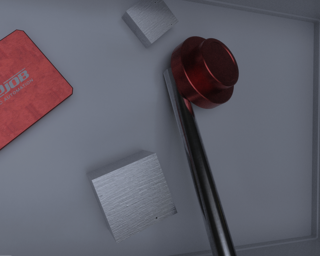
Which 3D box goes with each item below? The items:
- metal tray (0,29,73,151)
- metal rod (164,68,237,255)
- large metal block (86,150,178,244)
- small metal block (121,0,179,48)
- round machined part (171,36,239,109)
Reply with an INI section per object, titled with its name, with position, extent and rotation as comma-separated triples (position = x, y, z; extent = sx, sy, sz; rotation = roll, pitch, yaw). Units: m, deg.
[metal tray]
position = -0.176, -0.034, 0.343
extent = 0.130, 0.030, 0.090
rotation = -42, 104, -15
[metal rod]
position = 0.050, 0.059, 0.364
extent = 0.025, 0.025, 0.299
rotation = -5, 67, -20
[large metal block]
position = -0.036, 0.081, 0.385
extent = 0.081, 0.050, 0.080
rotation = -22, 98, -19
[small metal block]
position = -0.013, -0.142, 0.406
extent = 0.050, 0.025, 0.050
rotation = -44, 104, -15
[round machined part]
position = 0.065, -0.078, 0.406
extent = 0.099, 0.042, 0.098
rotation = 17, 61, -34
